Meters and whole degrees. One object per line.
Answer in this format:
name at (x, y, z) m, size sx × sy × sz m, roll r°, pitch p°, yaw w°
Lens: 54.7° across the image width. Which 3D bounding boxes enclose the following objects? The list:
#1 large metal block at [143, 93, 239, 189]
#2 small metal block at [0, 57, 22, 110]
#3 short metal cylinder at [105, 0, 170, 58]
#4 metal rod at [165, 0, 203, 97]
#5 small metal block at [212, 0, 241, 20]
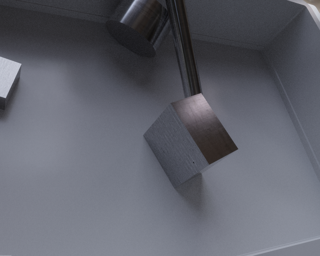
large metal block at (0.034, 0.017, 0.380) m, size 0.050 × 0.080 × 0.080 m, roll -21°, pitch 73°, yaw -36°
small metal block at (-0.187, -0.053, 0.338) m, size 0.050 × 0.025 × 0.050 m, roll 18°, pitch 55°, yaw -18°
short metal cylinder at (-0.028, -0.144, 0.435) m, size 0.080 × 0.080 × 0.050 m, roll 31°, pitch 81°, yaw -9°
metal rod at (0.028, -0.130, 0.409) m, size 0.025 × 0.025 × 0.298 m, roll -19°, pitch 102°, yaw -36°
small metal block at (0.139, -0.261, 0.645) m, size 0.050 × 0.025 × 0.050 m, roll 24°, pitch 53°, yaw -14°
